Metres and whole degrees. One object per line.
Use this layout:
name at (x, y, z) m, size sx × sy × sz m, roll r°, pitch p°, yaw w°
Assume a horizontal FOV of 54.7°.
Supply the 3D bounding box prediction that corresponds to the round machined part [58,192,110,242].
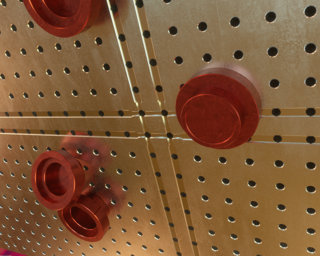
round machined part at (-0.133, 0.157, 0.565) m, size 0.098 × 0.042 × 0.097 m, roll 13°, pitch 124°, yaw 20°

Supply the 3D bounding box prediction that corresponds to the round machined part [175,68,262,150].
round machined part at (0.063, -0.016, 0.357) m, size 0.098 × 0.042 × 0.097 m, roll 13°, pitch 124°, yaw 20°

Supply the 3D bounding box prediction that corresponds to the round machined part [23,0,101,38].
round machined part at (-0.109, -0.158, 0.358) m, size 0.098 × 0.042 × 0.097 m, roll 13°, pitch 124°, yaw 20°

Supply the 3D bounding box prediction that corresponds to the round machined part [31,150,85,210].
round machined part at (-0.166, 0.085, 0.521) m, size 0.098 × 0.042 × 0.097 m, roll 1°, pitch 93°, yaw 27°
